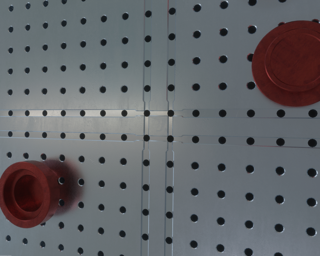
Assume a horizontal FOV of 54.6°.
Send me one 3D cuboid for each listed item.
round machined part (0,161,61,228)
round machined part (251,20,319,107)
[{"bbox_3d":[-0.193,0.098,0.473,0.098,0.042,0.097,0,90,20],"label":"round machined part"},{"bbox_3d":[0.154,-0.073,0.349,0.098,0.042,0.097,0,90,20],"label":"round machined part"}]
